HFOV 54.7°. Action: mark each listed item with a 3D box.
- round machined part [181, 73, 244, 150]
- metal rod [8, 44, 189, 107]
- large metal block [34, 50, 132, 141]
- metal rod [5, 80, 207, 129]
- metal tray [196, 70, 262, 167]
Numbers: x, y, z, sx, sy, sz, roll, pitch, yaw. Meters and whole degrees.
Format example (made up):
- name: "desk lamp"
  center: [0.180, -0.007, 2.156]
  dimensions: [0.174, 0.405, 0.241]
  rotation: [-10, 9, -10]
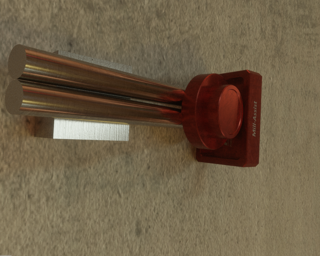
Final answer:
- name: "round machined part"
  center: [0.073, -0.021, 0.395]
  dimensions: [0.099, 0.042, 0.097]
  rotation: [-4, 96, -51]
- name: "metal rod"
  center: [-0.011, -0.041, 0.340]
  dimensions: [0.302, 0.025, 0.025]
  rotation: [4, 88, -53]
- name: "large metal block"
  center: [-0.078, -0.028, 0.321]
  dimensions: [0.081, 0.050, 0.080]
  rotation: [4, 87, -40]
- name: "metal rod"
  center: [-0.012, -0.015, 0.339]
  dimensions: [0.302, 0.025, 0.025]
  rotation: [5, 87, -53]
- name: "metal tray"
  center: [0.097, -0.012, 0.447]
  dimensions: [0.030, 0.090, 0.129]
  rotation: [5, 87, -40]
